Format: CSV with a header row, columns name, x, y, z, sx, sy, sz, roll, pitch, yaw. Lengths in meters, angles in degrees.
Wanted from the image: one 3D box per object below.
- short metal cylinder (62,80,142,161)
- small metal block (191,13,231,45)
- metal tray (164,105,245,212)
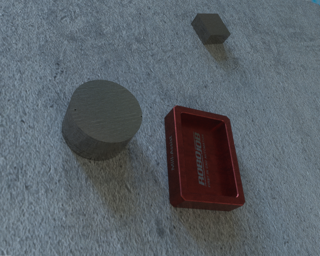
name,x,y,z,sx,sy,sz,roll,pitch,yaw
short metal cylinder,-0.067,-0.008,0.357,0.081,0.050,0.080,14,56,-21
small metal block,0.092,-0.180,0.563,0.050,0.025,0.050,-14,69,-34
metal tray,0.056,0.039,0.406,0.091,0.030,0.130,11,57,-23
